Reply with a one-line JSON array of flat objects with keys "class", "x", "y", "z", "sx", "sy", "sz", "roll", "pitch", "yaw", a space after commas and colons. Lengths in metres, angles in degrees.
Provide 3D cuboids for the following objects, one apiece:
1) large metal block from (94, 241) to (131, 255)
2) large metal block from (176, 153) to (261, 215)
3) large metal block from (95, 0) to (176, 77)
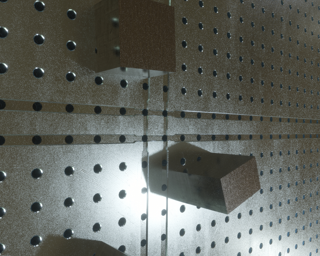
[{"class": "large metal block", "x": -0.029, "y": 0.178, "z": 0.351, "sx": 0.080, "sy": 0.080, "sz": 0.050, "roll": 42, "pitch": 65, "yaw": -33}, {"class": "large metal block", "x": 0.085, "y": 0.075, "z": 0.447, "sx": 0.081, "sy": 0.080, "sz": 0.050, "roll": -22, "pitch": 104, "yaw": -38}, {"class": "large metal block", "x": -0.028, "y": -0.106, "z": 0.371, "sx": 0.081, "sy": 0.050, "sz": 0.079, "roll": -3, "pitch": 92, "yaw": -40}]
